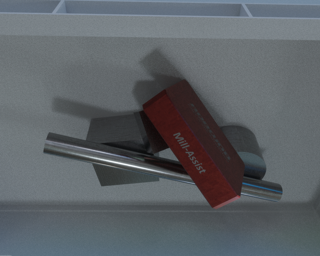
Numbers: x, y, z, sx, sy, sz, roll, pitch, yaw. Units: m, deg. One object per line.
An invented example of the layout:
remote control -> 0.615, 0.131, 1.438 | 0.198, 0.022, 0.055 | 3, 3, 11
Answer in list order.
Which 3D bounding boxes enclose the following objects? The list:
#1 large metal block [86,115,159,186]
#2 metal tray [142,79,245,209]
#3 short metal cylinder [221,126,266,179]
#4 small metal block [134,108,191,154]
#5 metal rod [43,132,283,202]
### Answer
large metal block -> -0.046, 0.030, 0.416 | 0.080, 0.050, 0.080 | -6, 130, 4
metal tray -> 0.043, 0.012, 0.343 | 0.030, 0.090, 0.130 | -34, 93, 24
short metal cylinder -> 0.100, 0.044, 0.430 | 0.081, 0.050, 0.079 | 0, 130, 0
small metal block -> 0.003, -0.003, 0.361 | 0.050, 0.025, 0.050 | -20, 97, -18
metal rod -> 0.014, 0.052, 0.385 | 0.302, 0.025, 0.025 | 14, 129, -12
